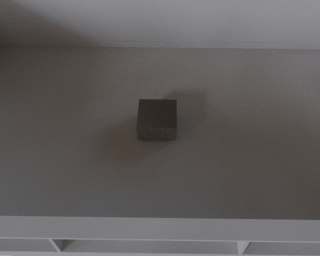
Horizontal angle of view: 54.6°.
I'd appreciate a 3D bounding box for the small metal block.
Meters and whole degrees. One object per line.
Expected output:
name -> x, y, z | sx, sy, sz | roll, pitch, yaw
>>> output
small metal block -> -0.003, -0.011, 0.410 | 0.050, 0.025, 0.050 | 1, 50, 1
